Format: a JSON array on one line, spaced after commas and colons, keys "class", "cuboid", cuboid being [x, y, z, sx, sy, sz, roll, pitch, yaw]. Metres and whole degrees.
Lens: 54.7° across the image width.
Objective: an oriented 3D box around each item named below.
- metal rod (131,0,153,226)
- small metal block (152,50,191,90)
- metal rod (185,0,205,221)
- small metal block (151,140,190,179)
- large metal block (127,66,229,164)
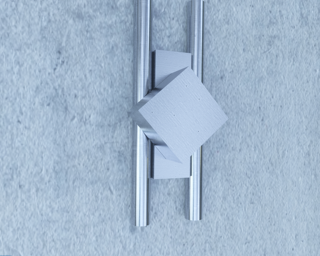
[{"class": "metal rod", "cuboid": [-0.023, -0.025, 0.403, 0.025, 0.025, 0.298, 1, 90, -20]}, {"class": "small metal block", "cuboid": [0.013, -0.075, 0.415, 0.050, 0.025, 0.050, 1, 90, -21]}, {"class": "metal rod", "cuboid": [0.048, -0.024, 0.430, 0.025, 0.025, 0.298, 1, 90, -20]}, {"class": "small metal block", "cuboid": [0.012, 0.041, 0.415, 0.050, 0.025, 0.050, 1, 90, -21]}, {"class": "large metal block", "cuboid": [0.021, -0.015, 0.377, 0.080, 0.050, 0.080, -43, 104, -15]}]
